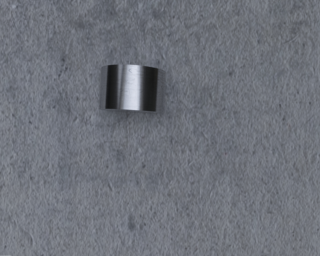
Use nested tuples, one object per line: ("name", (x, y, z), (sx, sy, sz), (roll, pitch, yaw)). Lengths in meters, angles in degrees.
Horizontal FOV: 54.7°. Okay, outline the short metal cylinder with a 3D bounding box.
("short metal cylinder", (-0.034, -0.045, 0.382), (0.081, 0.080, 0.050), (3, 90, -1))
